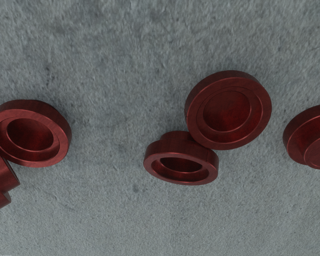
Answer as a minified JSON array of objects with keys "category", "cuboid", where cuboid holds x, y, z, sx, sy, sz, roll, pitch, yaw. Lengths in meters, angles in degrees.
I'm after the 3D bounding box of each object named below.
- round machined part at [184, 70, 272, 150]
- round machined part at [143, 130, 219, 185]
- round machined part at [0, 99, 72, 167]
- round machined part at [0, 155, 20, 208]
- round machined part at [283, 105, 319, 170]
[{"category":"round machined part","cuboid":[0.078,-0.024,0.371,0.099,0.042,0.097,-3,123,-4]},{"category":"round machined part","cuboid":[0.030,0.038,0.416,0.099,0.042,0.098,8,149,5]},{"category":"round machined part","cuboid":[-0.163,0.003,0.396,0.099,0.042,0.097,-1,130,0]},{"category":"round machined part","cuboid":[-0.226,0.059,0.419,0.042,0.098,0.097,-32,134,-23]},{"category":"round machined part","cuboid":[0.222,0.019,0.415,0.099,0.042,0.097,-1,130,0]}]
